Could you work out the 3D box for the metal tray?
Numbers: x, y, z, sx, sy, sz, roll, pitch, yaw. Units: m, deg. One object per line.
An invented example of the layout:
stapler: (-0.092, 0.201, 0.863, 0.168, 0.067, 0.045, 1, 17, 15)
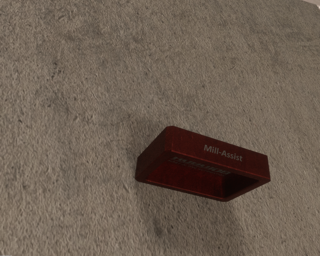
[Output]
metal tray: (0.048, 0.047, 0.360, 0.131, 0.090, 0.030, 17, 55, -19)
